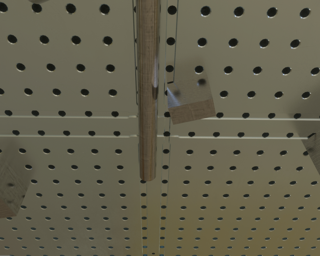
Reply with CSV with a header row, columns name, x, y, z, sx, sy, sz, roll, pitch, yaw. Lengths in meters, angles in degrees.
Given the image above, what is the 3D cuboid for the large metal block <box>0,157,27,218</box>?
name,x,y,z,sx,sy,sz,roll,pitch,yaw
large metal block,-0.268,0.096,0.473,0.080,0.050,0.080,-9,130,7

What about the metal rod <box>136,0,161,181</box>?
name,x,y,z,sx,sy,sz,roll,pitch,yaw
metal rod,-0.014,-0.042,0.375,0.025,0.025,0.298,1,130,-1

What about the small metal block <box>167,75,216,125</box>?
name,x,y,z,sx,sy,sz,roll,pitch,yaw
small metal block,0.036,-0.034,0.367,0.050,0.050,0.025,-12,129,9

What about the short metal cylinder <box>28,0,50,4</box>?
name,x,y,z,sx,sy,sz,roll,pitch,yaw
short metal cylinder,-0.094,-0.148,0.248,0.050,0.080,0.080,-16,129,13

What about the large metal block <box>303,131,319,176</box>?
name,x,y,z,sx,sy,sz,roll,pitch,yaw
large metal block,0.252,0.035,0.409,0.050,0.080,0.080,31,123,-24
